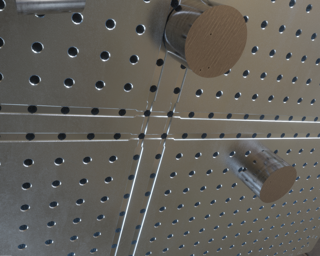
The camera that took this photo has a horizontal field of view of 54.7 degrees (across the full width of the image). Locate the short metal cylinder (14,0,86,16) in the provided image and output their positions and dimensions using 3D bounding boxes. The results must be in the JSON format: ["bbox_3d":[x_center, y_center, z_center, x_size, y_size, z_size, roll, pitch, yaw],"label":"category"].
[{"bbox_3d":[-0.093,-0.132,0.243,0.050,0.080,0.079,-12,124,-22],"label":"short metal cylinder"}]

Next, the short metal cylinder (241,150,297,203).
[{"bbox_3d":[0.195,0.087,0.555,0.081,0.050,0.079,-14,124,-21],"label":"short metal cylinder"}]

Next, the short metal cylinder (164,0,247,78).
[{"bbox_3d":[0.052,-0.105,0.359,0.081,0.050,0.079,-14,124,-21],"label":"short metal cylinder"}]
